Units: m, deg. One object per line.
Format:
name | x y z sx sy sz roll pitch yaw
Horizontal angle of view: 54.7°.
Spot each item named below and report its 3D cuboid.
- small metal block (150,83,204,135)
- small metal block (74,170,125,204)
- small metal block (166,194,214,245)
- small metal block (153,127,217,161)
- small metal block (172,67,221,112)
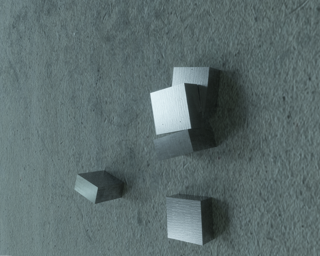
small metal block | 0.019 -0.021 0.357 0.050 0.025 0.050 -11 85 40
small metal block | -0.091 0.087 0.464 0.050 0.050 0.025 21 104 38
small metal block | 0.036 0.109 0.375 0.050 0.025 0.050 -4 88 40
small metal block | 0.030 0.018 0.363 0.050 0.050 0.025 -19 81 38
small metal block | 0.042 -0.046 0.371 0.050 0.025 0.050 9 96 39
